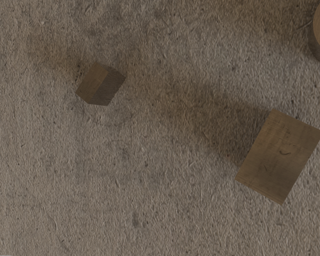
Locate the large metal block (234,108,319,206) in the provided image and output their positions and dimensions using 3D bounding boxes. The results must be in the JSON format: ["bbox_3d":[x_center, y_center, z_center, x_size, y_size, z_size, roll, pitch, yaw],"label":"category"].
[{"bbox_3d":[0.126,0.027,0.335,0.050,0.080,0.080,29,99,17],"label":"large metal block"}]

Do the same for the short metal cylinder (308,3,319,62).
[{"bbox_3d":[0.202,-0.105,0.324,0.080,0.050,0.079,0,90,20],"label":"short metal cylinder"}]

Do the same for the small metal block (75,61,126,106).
[{"bbox_3d":[-0.080,-0.059,0.424,0.025,0.050,0.050,39,103,15],"label":"small metal block"}]
